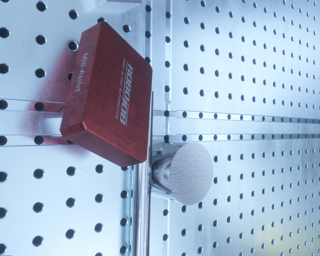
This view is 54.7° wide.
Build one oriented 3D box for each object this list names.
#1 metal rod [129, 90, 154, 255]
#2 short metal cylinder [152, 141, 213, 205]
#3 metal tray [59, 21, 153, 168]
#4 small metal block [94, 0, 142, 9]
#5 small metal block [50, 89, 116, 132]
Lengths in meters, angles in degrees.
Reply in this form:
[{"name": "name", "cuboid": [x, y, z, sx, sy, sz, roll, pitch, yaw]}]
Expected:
[{"name": "metal rod", "cuboid": [-0.024, 0.103, 0.388, 0.025, 0.025, 0.298, 3, 88, -40]}, {"name": "short metal cylinder", "cuboid": [0.026, 0.058, 0.414, 0.081, 0.050, 0.080, 0, 90, -40]}, {"name": "metal tray", "cuboid": [-0.049, -0.035, 0.325, 0.090, 0.030, 0.130, 37, 45, -45]}, {"name": "small metal block", "cuboid": [-0.052, -0.170, 0.365, 0.050, 0.025, 0.050, -16, 100, -39]}, {"name": "small metal block", "cuboid": [-0.079, -0.016, 0.327, 0.050, 0.050, 0.025, -47, 118, -30]}]
